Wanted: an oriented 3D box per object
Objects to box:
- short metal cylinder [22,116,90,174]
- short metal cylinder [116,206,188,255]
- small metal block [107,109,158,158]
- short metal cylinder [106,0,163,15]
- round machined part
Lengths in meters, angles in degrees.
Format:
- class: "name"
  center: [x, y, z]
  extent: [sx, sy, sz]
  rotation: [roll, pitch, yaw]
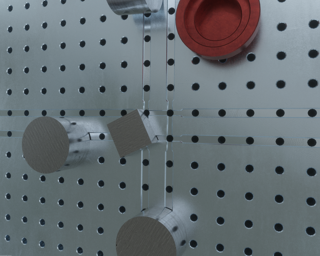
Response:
- class: "short metal cylinder"
  center: [-0.151, 0.023, 0.453]
  extent: [0.080, 0.050, 0.080]
  rotation: [0, 90, 20]
- class: "short metal cylinder"
  center: [-0.010, 0.148, 0.403]
  extent: [0.080, 0.050, 0.080]
  rotation: [0, 90, 20]
- class: "small metal block"
  center: [-0.038, 0.008, 0.426]
  extent: [0.050, 0.025, 0.050]
  rotation: [-26, 82, 18]
- class: "short metal cylinder"
  center: [-0.032, -0.187, 0.395]
  extent: [0.050, 0.080, 0.079]
  rotation: [3, 91, 20]
- class: "round machined part"
  center: [0.072, -0.132, 0.378]
  extent: [0.098, 0.042, 0.097]
  rotation: [0, 90, 20]
